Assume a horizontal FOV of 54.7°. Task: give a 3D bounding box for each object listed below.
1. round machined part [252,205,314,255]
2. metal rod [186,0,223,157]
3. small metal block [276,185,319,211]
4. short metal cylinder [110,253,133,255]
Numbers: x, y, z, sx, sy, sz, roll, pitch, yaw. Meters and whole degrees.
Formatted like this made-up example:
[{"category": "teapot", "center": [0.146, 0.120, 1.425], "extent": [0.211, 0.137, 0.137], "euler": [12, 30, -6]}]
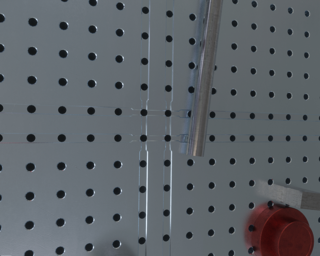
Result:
[{"category": "round machined part", "center": [0.195, 0.171, 0.476], "extent": [0.099, 0.042, 0.097], "euler": [0, 90, -20]}, {"category": "metal rod", "center": [0.068, -0.109, 0.437], "extent": [0.025, 0.025, 0.298], "euler": [8, 87, -20]}, {"category": "small metal block", "center": [0.220, 0.109, 0.481], "extent": [0.050, 0.050, 0.025], "euler": [10, 87, -20]}, {"category": "short metal cylinder", "center": [-0.047, 0.205, 0.383], "extent": [0.081, 0.050, 0.079], "euler": [0, 90, -20]}]
